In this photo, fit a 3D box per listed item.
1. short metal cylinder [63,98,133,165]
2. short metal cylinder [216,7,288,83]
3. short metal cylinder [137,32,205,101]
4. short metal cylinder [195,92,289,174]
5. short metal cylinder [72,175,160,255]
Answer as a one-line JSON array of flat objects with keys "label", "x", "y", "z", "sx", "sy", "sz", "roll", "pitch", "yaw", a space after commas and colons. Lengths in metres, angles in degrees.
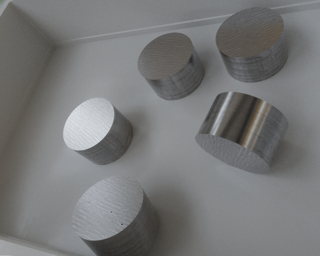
[{"label": "short metal cylinder", "x": -0.085, "y": 0.005, "z": 0.429, "sx": 0.080, "sy": 0.050, "sz": 0.080, "roll": -13, "pitch": 56, "yaw": 20}, {"label": "short metal cylinder", "x": 0.117, "y": -0.105, "z": 0.392, "sx": 0.080, "sy": 0.050, "sz": 0.080, "roll": -13, "pitch": 56, "yaw": 20}, {"label": "short metal cylinder", "x": 0.016, "y": -0.085, "z": 0.433, "sx": 0.080, "sy": 0.050, "sz": 0.080, "roll": -13, "pitch": 56, "yaw": 20}, {"label": "short metal cylinder", "x": 0.084, "y": 0.006, "z": 0.322, "sx": 0.080, "sy": 0.080, "sz": 0.050, "roll": 18, "pitch": 71, "yaw": 34}, {"label": "short metal cylinder", "x": -0.047, "y": 0.099, "z": 0.337, "sx": 0.080, "sy": 0.050, "sz": 0.080, "roll": -15, "pitch": 37, "yaw": 12}]
